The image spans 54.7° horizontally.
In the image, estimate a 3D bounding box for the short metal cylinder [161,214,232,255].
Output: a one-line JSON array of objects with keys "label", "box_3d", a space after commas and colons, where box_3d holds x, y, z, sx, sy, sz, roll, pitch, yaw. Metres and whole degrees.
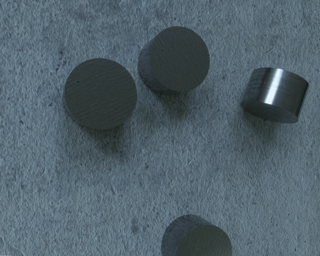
[{"label": "short metal cylinder", "box_3d": [0.048, 0.162, 0.414, 0.081, 0.050, 0.080, 0, 90, -20]}]

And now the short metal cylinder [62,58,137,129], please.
[{"label": "short metal cylinder", "box_3d": [-0.073, -0.038, 0.369, 0.081, 0.050, 0.080, 0, 90, -20]}]

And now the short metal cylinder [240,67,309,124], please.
[{"label": "short metal cylinder", "box_3d": [0.162, -0.044, 0.439, 0.080, 0.080, 0.050, 24, 82, -19]}]

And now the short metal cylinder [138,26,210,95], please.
[{"label": "short metal cylinder", "box_3d": [0.017, -0.085, 0.402, 0.081, 0.050, 0.080, 0, 90, -20]}]
